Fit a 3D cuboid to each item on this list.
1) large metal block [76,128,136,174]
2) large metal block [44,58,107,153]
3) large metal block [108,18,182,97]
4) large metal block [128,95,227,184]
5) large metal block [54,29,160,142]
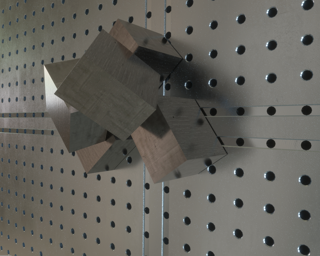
[{"bbox_3d":[-0.085,0.010,0.460,0.080,0.050,0.080,-47,63,29],"label":"large metal block"},{"bbox_3d":[-0.106,-0.029,0.392,0.080,0.050,0.079,55,147,25],"label":"large metal block"},{"bbox_3d":[-0.033,-0.082,0.397,0.080,0.081,0.050,-49,61,29],"label":"large metal block"},{"bbox_3d":[0.019,0.011,0.355,0.050,0.081,0.080,-41,65,32],"label":"large metal block"},{"bbox_3d":[-0.048,-0.046,0.319,0.050,0.080,0.080,-44,21,26],"label":"large metal block"}]
